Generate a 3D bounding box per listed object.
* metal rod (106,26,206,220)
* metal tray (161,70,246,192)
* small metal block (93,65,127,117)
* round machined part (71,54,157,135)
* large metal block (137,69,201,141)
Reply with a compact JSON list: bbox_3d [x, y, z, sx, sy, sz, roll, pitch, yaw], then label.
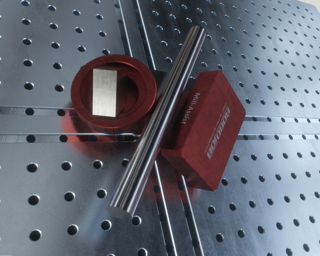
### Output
[{"bbox_3d":[0.010,-0.032,0.370,0.025,0.025,0.300,30,52,-9],"label":"metal rod"},{"bbox_3d":[0.061,0.003,0.395,0.090,0.030,0.130,48,58,-37],"label":"metal tray"},{"bbox_3d":[-0.057,-0.044,0.354,0.025,0.050,0.050,6,17,4],"label":"small metal block"},{"bbox_3d":[-0.054,-0.037,0.375,0.099,0.042,0.098,1,67,-1],"label":"round machined part"},{"bbox_3d":[0.015,-0.025,0.417,0.081,0.050,0.080,9,58,-24],"label":"large metal block"}]
